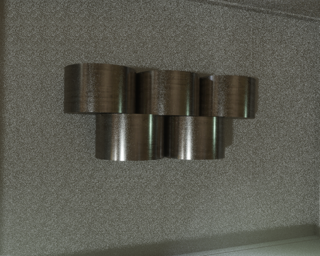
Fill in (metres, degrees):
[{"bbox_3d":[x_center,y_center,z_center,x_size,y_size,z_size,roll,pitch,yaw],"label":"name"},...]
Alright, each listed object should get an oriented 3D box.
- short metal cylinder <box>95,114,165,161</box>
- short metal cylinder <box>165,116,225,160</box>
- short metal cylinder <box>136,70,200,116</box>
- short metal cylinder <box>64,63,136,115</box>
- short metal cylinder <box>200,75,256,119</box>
[{"bbox_3d":[-0.035,0.010,0.366,0.081,0.080,0.050,1,90,-20],"label":"short metal cylinder"},{"bbox_3d":[0.042,0.011,0.395,0.081,0.080,0.050,1,90,-20],"label":"short metal cylinder"},{"bbox_3d":[0.009,-0.039,0.382,0.081,0.080,0.050,1,90,-20],"label":"short metal cylinder"},{"bbox_3d":[-0.068,-0.041,0.354,0.081,0.080,0.050,1,90,-20],"label":"short metal cylinder"},{"bbox_3d":[0.085,-0.038,0.410,0.081,0.080,0.050,2,90,-20],"label":"short metal cylinder"}]
